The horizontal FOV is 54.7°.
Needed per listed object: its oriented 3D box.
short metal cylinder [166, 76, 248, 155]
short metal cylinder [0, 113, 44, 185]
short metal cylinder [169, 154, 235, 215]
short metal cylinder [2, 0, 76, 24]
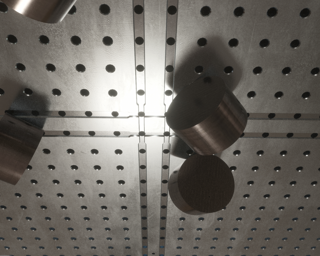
[{"bbox_3d":[0.054,-0.015,0.364,0.080,0.080,0.050,-31,124,23],"label":"short metal cylinder"},{"bbox_3d":[-0.191,0.027,0.395,0.050,0.080,0.080,29,124,-23],"label":"short metal cylinder"},{"bbox_3d":[0.057,0.080,0.435,0.081,0.080,0.050,11,159,-10],"label":"short metal cylinder"},{"bbox_3d":[-0.103,-0.136,0.258,0.080,0.080,0.050,35,122,-26],"label":"short metal cylinder"}]
